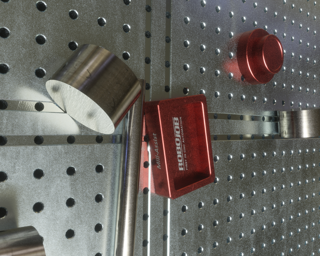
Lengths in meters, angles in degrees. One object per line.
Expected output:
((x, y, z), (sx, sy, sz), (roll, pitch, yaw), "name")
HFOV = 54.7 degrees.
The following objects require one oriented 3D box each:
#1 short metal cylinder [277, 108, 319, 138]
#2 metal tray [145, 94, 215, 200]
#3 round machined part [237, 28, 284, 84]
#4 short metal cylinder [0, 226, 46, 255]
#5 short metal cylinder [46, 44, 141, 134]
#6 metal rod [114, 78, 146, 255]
((0.271, -0.012, 0.600), (0.081, 0.080, 0.050), (-9, 96, -40), "short metal cylinder")
((0.030, 0.022, 0.430), (0.091, 0.030, 0.129), (-13, 98, -39), "metal tray")
((0.184, -0.128, 0.552), (0.099, 0.042, 0.097), (0, 90, -40), "round machined part")
((-0.134, 0.128, 0.261), (0.050, 0.080, 0.080), (3, 88, -40), "short metal cylinder")
((-0.067, -0.038, 0.317), (0.080, 0.080, 0.050), (47, 62, -30), "short metal cylinder")
((-0.039, 0.089, 0.376), (0.025, 0.025, 0.298), (6, 86, -40), "metal rod")
